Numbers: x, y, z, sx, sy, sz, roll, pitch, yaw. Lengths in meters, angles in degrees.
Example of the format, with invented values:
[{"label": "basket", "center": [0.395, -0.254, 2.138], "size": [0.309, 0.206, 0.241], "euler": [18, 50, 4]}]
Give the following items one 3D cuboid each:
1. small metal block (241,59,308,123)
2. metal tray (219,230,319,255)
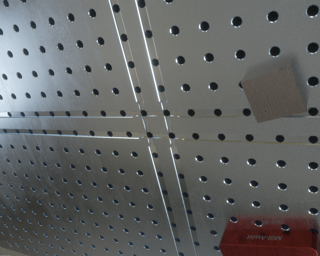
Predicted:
[{"label": "small metal block", "center": [0.120, -0.038, 0.325], "size": [0.050, 0.025, 0.050], "euler": [-16, 111, 34]}, {"label": "metal tray", "center": [0.161, 0.189, 0.441], "size": [0.130, 0.030, 0.090], "euler": [-11, 113, 33]}]
